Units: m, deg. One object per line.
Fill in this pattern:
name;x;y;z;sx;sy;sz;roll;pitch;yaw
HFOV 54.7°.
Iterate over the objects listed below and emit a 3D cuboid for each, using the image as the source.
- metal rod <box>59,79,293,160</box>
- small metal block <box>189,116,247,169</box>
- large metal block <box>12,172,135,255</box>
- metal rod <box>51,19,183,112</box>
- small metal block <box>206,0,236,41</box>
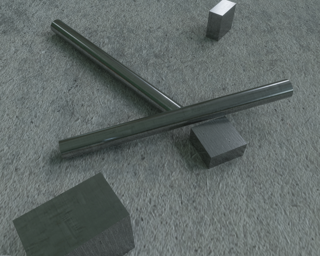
metal rod;0.025;-0.013;0.395;0.302;0.025;0.025;-15;52;-6
small metal block;0.072;0.017;0.390;0.050;0.025;0.050;-19;53;-16
large metal block;-0.073;0.099;0.284;0.081;0.080;0.050;-28;56;-22
metal rod;-0.079;-0.100;0.485;0.025;0.025;0.300;-37;59;-27
small metal block;0.108;-0.191;0.549;0.025;0.050;0.050;29;56;22
